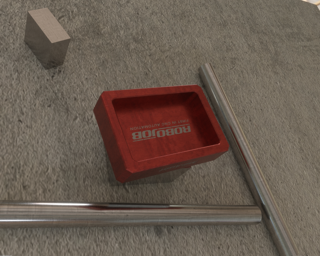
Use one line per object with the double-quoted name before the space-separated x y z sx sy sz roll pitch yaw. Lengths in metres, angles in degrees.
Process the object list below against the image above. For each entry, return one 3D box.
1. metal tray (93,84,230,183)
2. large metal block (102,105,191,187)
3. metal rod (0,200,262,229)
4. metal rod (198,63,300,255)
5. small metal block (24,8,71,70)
"metal tray" 0.004 0.001 0.339 0.131 0.030 0.090 -9 66 -32
"large metal block" -0.019 0.020 0.367 0.081 0.050 0.080 2 61 -28
"metal rod" -0.013 0.095 0.340 0.302 0.025 0.025 8 59 -25
"metal rod" 0.120 0.033 0.450 0.025 0.025 0.299 -6 65 -31
"small metal block" -0.139 -0.109 0.380 0.025 0.050 0.050 -31 79 -38
